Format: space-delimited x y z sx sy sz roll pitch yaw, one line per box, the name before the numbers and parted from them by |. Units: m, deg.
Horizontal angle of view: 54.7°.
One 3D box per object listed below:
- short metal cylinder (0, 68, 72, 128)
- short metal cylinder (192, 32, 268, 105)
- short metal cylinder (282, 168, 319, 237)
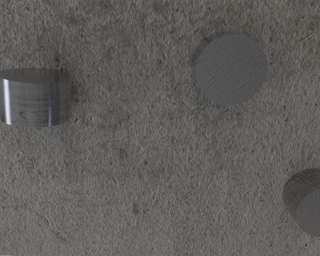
short metal cylinder | -0.146 -0.038 0.365 0.081 0.080 0.050 6 110 -2
short metal cylinder | 0.080 -0.073 0.370 0.081 0.050 0.079 0 110 0
short metal cylinder | 0.222 0.104 0.437 0.081 0.050 0.079 0 110 0
